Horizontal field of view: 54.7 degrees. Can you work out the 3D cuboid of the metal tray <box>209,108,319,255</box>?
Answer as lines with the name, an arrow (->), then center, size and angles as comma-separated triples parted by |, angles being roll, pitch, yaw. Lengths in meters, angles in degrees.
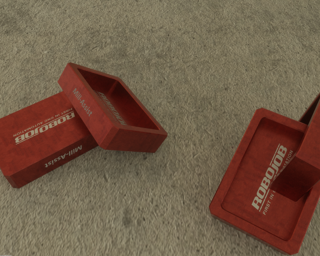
metal tray -> 0.120, 0.052, 0.328 | 0.090, 0.030, 0.130 | 25, 74, 19

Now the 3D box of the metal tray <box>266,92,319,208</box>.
metal tray -> 0.165, 0.016, 0.342 | 0.030, 0.089, 0.131 | 31, 54, 15

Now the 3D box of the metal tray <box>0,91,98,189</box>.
metal tray -> -0.142, 0.006, 0.394 | 0.131, 0.030, 0.090 | -29, 56, -23

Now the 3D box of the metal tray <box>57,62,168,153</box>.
metal tray -> -0.060, -0.025, 0.386 | 0.091, 0.030, 0.130 | 9, 33, -50
